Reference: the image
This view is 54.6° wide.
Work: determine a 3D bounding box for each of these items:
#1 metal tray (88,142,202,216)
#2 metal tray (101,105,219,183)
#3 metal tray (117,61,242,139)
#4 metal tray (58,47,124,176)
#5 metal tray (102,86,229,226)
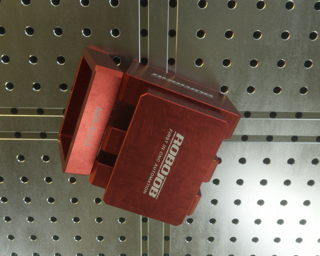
[{"bbox_3d":[-0.017,0.057,0.399,0.131,0.090,0.030,20,109,-8],"label":"metal tray"},{"bbox_3d":[0.000,0.016,0.383,0.131,0.090,0.030,18,108,-8],"label":"metal tray"},{"bbox_3d":[0.021,-0.036,0.364,0.131,0.090,0.030,20,109,-7],"label":"metal tray"},{"bbox_3d":[-0.087,-0.021,0.367,0.030,0.090,0.129,12,111,-28],"label":"metal tray"},{"bbox_3d":[0.003,0.032,0.326,0.090,0.030,0.129,20,109,-7],"label":"metal tray"}]
